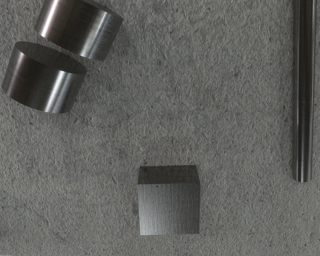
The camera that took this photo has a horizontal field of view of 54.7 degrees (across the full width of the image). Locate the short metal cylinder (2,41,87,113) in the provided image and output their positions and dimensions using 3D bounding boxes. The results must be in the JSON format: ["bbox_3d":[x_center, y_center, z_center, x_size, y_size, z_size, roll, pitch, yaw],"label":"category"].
[{"bbox_3d":[-0.132,-0.059,0.358,0.080,0.080,0.050,24,108,-9],"label":"short metal cylinder"}]

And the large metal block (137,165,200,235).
[{"bbox_3d":[0.012,0.100,0.433,0.080,0.050,0.079,-1,110,0],"label":"large metal block"}]

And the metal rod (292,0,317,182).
[{"bbox_3d":[0.179,-0.068,0.386,0.025,0.025,0.298,-8,110,3],"label":"metal rod"}]

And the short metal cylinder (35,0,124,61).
[{"bbox_3d":[-0.087,-0.115,0.337,0.080,0.080,0.050,26,108,-9],"label":"short metal cylinder"}]
